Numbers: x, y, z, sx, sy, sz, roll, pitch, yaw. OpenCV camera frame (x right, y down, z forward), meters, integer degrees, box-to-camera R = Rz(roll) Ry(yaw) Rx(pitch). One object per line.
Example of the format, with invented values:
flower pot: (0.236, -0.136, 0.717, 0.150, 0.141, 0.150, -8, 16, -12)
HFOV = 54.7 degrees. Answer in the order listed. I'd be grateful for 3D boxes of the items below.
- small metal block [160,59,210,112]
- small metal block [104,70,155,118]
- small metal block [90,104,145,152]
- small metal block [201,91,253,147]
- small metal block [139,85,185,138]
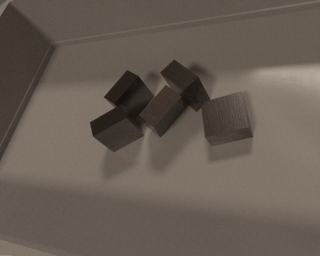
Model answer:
small metal block: (0.033, -0.055, 0.405, 0.025, 0.050, 0.050, -43, 51, -2)
small metal block: (-0.042, -0.044, 0.437, 0.025, 0.050, 0.050, 33, 80, 38)
small metal block: (-0.057, 0.002, 0.417, 0.050, 0.050, 0.025, -29, 52, 9)
small metal block: (0.079, -0.010, 0.370, 0.050, 0.025, 0.050, -15, 56, 19)
small metal block: (0.004, -0.020, 0.395, 0.025, 0.050, 0.050, 39, 83, 17)
